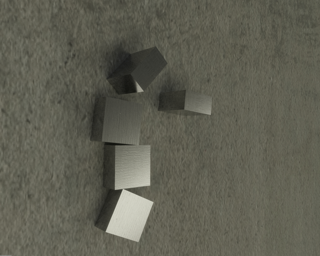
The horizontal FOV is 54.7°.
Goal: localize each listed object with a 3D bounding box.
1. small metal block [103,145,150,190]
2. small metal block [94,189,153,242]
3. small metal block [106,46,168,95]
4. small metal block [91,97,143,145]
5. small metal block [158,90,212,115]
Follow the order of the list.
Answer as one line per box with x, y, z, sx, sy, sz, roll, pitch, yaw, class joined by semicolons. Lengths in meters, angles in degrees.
-0.039;0.045;0.373;0.050;0.025;0.050;2;88;-40;small metal block
-0.042;0.103;0.372;0.050;0.025;0.050;33;70;-36;small metal block
-0.027;-0.067;0.367;0.025;0.050;0.050;52;59;-28;small metal block
-0.050;-0.007;0.364;0.050;0.025;0.050;9;84;-40;small metal block
0.034;-0.033;0.419;0.050;0.050;0.025;8;85;-40;small metal block
